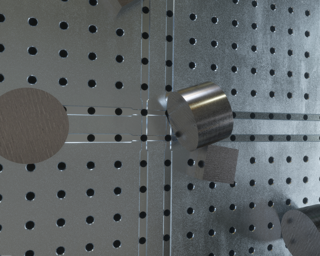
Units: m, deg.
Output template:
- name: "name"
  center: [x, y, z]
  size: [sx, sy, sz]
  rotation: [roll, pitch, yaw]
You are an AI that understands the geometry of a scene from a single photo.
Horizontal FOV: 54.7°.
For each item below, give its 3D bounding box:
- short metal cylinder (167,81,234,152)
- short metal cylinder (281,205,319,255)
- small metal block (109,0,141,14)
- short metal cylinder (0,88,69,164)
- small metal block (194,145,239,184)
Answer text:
- name: "short metal cylinder"
  center: [0.050, -0.015, 0.402]
  size: [0.050, 0.080, 0.080]
  rotation: [-19, 97, -19]
- name: "short metal cylinder"
  center: [0.232, 0.160, 0.469]
  size: [0.050, 0.080, 0.079]
  rotation: [-5, 92, -20]
- name: "small metal block"
  center: [-0.046, -0.184, 0.395]
  size: [0.050, 0.025, 0.050]
  rotation: [-37, 102, -16]
- name: "short metal cylinder"
  center: [-0.145, -0.002, 0.346]
  size: [0.081, 0.050, 0.079]
  rotation: [0, 90, -20]
- name: "small metal block"
  center: [0.081, 0.051, 0.443]
  size: [0.050, 0.025, 0.050]
  rotation: [11, 86, -20]
